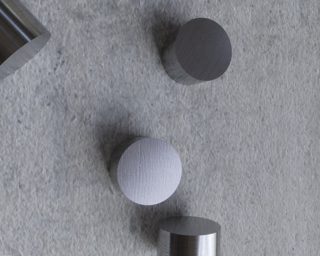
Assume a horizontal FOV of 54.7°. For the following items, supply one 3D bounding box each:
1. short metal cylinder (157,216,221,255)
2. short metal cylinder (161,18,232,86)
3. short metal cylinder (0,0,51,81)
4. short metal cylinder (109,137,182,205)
[{"bbox_3d":[0.036,0.148,0.395,0.081,0.080,0.050,2,90,-20],"label":"short metal cylinder"},{"bbox_3d":[0.048,-0.100,0.414,0.081,0.050,0.079,0,90,-21],"label":"short metal cylinder"},{"bbox_3d":[-0.162,-0.092,0.320,0.080,0.080,0.050,-45,105,-15],"label":"short metal cylinder"},{"bbox_3d":[-0.020,0.051,0.389,0.081,0.050,0.079,0,90,-21],"label":"short metal cylinder"}]
